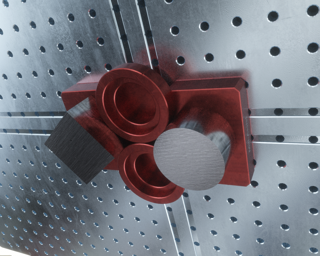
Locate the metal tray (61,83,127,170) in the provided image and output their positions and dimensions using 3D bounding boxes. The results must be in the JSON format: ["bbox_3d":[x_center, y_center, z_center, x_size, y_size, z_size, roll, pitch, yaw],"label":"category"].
[{"bbox_3d":[-0.080,0.000,0.450,0.090,0.030,0.129,0,119,27],"label":"metal tray"}]

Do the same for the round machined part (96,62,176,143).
[{"bbox_3d":[-0.026,-0.034,0.381,0.098,0.042,0.097,13,124,21],"label":"round machined part"}]

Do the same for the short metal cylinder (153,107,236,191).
[{"bbox_3d":[0.040,0.023,0.348,0.080,0.050,0.079,13,124,21],"label":"short metal cylinder"}]

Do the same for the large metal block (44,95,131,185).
[{"bbox_3d":[-0.096,0.017,0.417,0.080,0.050,0.080,45,129,-3],"label":"large metal block"}]

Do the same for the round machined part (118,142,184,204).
[{"bbox_3d":[-0.005,0.052,0.423,0.098,0.042,0.097,13,124,21],"label":"round machined part"}]

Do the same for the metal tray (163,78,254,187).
[{"bbox_3d":[0.061,0.007,0.378,0.090,0.030,0.129,1,119,28],"label":"metal tray"}]
